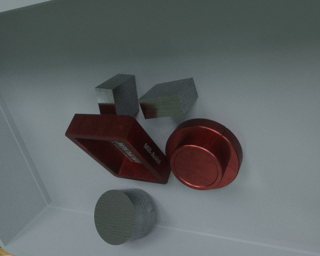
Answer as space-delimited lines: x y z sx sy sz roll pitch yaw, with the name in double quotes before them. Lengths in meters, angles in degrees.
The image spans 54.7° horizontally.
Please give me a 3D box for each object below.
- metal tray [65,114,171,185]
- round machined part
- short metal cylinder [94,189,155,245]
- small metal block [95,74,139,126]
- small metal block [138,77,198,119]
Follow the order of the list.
"metal tray" -0.049 0.030 0.407 0.090 0.030 0.130 3 149 28
"round machined part" 0.052 0.040 0.394 0.098 0.042 0.097 13 124 20
"short metal cylinder" -0.054 0.135 0.479 0.080 0.050 0.080 -5 80 32
"small metal block" -0.053 -0.036 0.396 0.025 0.050 0.050 10 123 26
"small metal block" 0.011 -0.035 0.364 0.050 0.050 0.025 -6 116 30
